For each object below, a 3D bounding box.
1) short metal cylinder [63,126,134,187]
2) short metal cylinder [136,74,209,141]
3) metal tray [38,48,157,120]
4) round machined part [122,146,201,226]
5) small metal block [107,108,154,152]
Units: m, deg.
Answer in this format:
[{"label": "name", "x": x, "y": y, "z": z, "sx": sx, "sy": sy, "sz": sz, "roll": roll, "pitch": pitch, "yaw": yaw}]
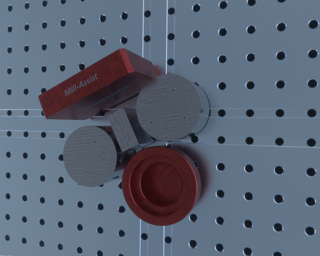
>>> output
[{"label": "short metal cylinder", "x": -0.083, "y": 0.037, "z": 0.424, "sx": 0.080, "sy": 0.050, "sz": 0.079, "roll": 0, "pitch": 90, "yaw": 20}, {"label": "short metal cylinder", "x": 0.017, "y": -0.024, "z": 0.389, "sx": 0.080, "sy": 0.050, "sz": 0.079, "roll": 0, "pitch": 90, "yaw": 20}, {"label": "metal tray", "x": -0.076, "y": -0.050, "z": 0.400, "sx": 0.130, "sy": 0.090, "sz": 0.030, "roll": -25, "pitch": 82, "yaw": 19}, {"label": "round machined part", "x": 0.005, "y": 0.071, "z": 0.397, "sx": 0.098, "sy": 0.042, "sz": 0.097, "roll": 0, "pitch": 90, "yaw": 19}, {"label": "small metal block", "x": -0.038, "y": 0.002, "z": 0.408, "sx": 0.025, "sy": 0.050, "sz": 0.050, "roll": -27, "pitch": 81, "yaw": 18}]
